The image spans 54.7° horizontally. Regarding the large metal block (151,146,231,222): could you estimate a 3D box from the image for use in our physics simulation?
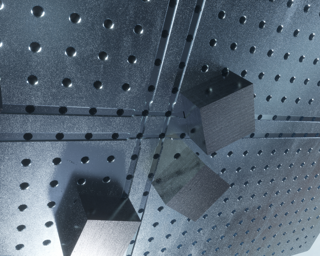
[{"bbox_3d":[0.049,0.087,0.478,0.080,0.050,0.080,-46,130,4],"label":"large metal block"}]

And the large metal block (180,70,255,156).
[{"bbox_3d":[0.082,-0.021,0.429,0.081,0.050,0.080,-25,128,-13],"label":"large metal block"}]

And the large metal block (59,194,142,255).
[{"bbox_3d":[-0.086,0.145,0.439,0.081,0.050,0.080,15,111,-35],"label":"large metal block"}]

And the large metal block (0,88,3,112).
[{"bbox_3d":[-0.202,-0.012,0.277,0.080,0.050,0.080,28,103,-38],"label":"large metal block"}]
